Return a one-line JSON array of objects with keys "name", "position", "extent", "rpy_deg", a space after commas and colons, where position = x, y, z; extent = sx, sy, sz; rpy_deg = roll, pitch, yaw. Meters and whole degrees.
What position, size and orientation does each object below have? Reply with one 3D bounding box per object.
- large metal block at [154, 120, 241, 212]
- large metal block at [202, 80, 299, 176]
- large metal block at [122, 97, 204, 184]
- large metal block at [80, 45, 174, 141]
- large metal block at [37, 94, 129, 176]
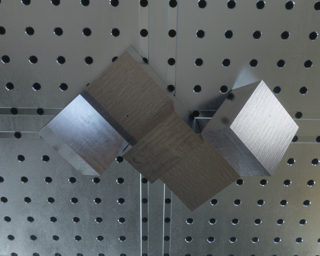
[{"name": "large metal block", "position": [0.047, 0.050, 0.418], "extent": [0.080, 0.050, 0.080], "rpy_deg": [-39, 104, 13]}, {"name": "large metal block", "position": [0.111, 0.002, 0.379], "extent": [0.080, 0.050, 0.080], "rpy_deg": [47, 63, -16]}, {"name": "large metal block", "position": [0.003, 0.009, 0.387], "extent": [0.080, 0.080, 0.050], "rpy_deg": [-40, 107, 13]}, {"name": "large metal block", "position": [-0.040, -0.042, 0.384], "extent": [0.080, 0.050, 0.080], "rpy_deg": [-39, 106, 14]}, {"name": "large metal block", "position": [-0.097, 0.012, 0.380], "extent": [0.080, 0.080, 0.050], "rpy_deg": [47, 65, -15]}]
